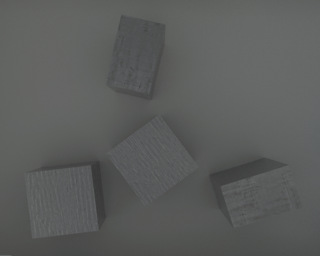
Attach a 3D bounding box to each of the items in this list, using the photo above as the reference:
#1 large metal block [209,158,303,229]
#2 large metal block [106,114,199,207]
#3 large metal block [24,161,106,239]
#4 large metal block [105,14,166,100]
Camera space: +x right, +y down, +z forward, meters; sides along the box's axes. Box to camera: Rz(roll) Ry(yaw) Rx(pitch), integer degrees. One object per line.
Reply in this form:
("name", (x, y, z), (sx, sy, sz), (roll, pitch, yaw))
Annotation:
("large metal block", (0.113, 0.076, 0.385), (0.080, 0.080, 0.050), (-17, 90, 0))
("large metal block", (-0.009, 0.039, 0.399), (0.080, 0.050, 0.080), (-37, 90, 0))
("large metal block", (-0.118, 0.089, 0.398), (0.080, 0.050, 0.080), (-7, 90, 0))
("large metal block", (-0.027, -0.082, 0.383), (0.050, 0.080, 0.080), (13, 90, 0))
